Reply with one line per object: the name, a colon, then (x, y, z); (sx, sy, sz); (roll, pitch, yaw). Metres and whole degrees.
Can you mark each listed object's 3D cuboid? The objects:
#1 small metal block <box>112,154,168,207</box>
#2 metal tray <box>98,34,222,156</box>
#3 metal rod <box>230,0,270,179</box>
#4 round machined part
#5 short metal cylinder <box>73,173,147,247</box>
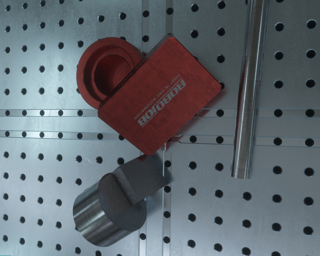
small metal block: (-0.026, 0.066, 0.405); (0.050, 0.050, 0.025); (59, 139, 10)
metal tray: (-0.001, -0.038, 0.384); (0.090, 0.030, 0.130); (41, 104, -20)
metal rod: (0.112, -0.089, 0.372); (0.025, 0.025, 0.298); (6, 92, 19)
round machined part: (-0.061, -0.070, 0.424); (0.098, 0.042, 0.097); (0, 90, 19)
short metal cylinder: (-0.064, 0.105, 0.401); (0.050, 0.080, 0.080); (-38, 78, 26)
